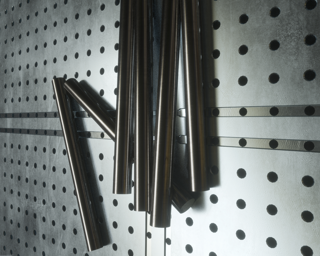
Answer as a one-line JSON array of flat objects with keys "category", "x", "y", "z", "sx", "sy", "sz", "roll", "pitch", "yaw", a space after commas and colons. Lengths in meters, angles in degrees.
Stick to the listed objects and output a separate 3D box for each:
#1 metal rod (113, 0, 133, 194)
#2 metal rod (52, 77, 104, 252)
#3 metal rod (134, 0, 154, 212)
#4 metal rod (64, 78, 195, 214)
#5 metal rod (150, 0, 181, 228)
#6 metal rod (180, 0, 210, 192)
[{"category": "metal rod", "x": -0.047, "y": -0.062, "z": 0.428, "sx": 0.025, "sy": 0.025, "sz": 0.299, "roll": -5, "pitch": 81, "yaw": 40}, {"category": "metal rod", "x": -0.143, "y": 0.054, "z": 0.529, "sx": 0.025, "sy": 0.025, "sz": 0.299, "roll": -26, "pitch": 74, "yaw": 37}, {"category": "metal rod", "x": -0.021, "y": -0.045, "z": 0.408, "sx": 0.025, "sy": 0.025, "sz": 0.299, "roll": -7, "pitch": 79, "yaw": 40}, {"category": "metal rod", "x": -0.061, "y": 0.010, "z": 0.460, "sx": 0.300, "sy": 0.025, "sz": 0.025, "roll": 42, "pitch": 116, "yaw": 32}, {"category": "metal rod", "x": 0.008, "y": -0.032, "z": 0.384, "sx": 0.025, "sy": 0.025, "sz": 0.299, "roll": -1, "pitch": 84, "yaw": 40}, {"category": "metal rod", "x": 0.041, "y": -0.075, "z": 0.376, "sx": 0.025, "sy": 0.025, "sz": 0.298, "roll": -4, "pitch": 87, "yaw": 40}]
